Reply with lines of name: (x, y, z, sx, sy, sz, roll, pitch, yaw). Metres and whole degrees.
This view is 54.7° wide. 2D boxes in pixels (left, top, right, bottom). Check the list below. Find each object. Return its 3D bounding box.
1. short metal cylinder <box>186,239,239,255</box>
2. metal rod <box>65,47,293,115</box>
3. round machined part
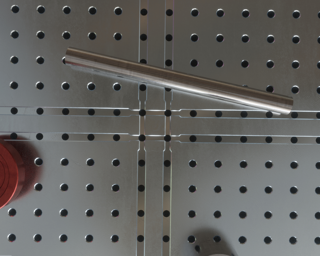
short metal cylinder: (0.072, 0.193, 0.402, 0.081, 0.050, 0.079, 0, 90, -1)
metal rod: (0.026, -0.063, 0.413, 0.302, 0.025, 0.025, 13, 90, -1)
round machined part: (-0.224, 0.059, 0.402, 0.099, 0.042, 0.097, 0, 90, -1)
